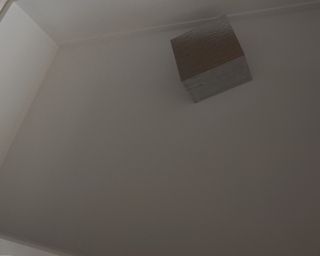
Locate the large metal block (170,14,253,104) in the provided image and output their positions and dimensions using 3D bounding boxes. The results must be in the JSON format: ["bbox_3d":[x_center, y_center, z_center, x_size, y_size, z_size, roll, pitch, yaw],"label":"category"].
[{"bbox_3d":[0.067,-0.091,0.411,0.080,0.050,0.080,-22,54,15],"label":"large metal block"}]
